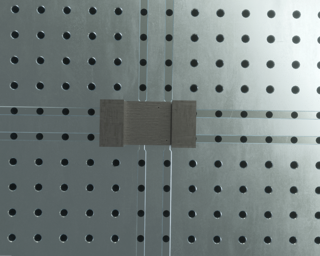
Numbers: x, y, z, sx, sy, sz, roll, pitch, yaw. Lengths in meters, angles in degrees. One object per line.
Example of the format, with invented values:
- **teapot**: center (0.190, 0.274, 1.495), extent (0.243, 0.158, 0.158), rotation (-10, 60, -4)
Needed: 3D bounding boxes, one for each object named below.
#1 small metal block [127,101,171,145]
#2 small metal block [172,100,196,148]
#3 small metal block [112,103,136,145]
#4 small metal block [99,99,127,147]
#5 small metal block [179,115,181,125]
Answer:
- **small metal block**: center (-0.013, -0.006, 0.364), extent (0.050, 0.025, 0.050), rotation (1, 90, -1)
- **small metal block**: center (0.025, -0.004, 0.350), extent (0.025, 0.050, 0.050), rotation (1, 90, 0)
- **small metal block**: center (-0.045, -0.005, 0.400), extent (0.025, 0.050, 0.050), rotation (1, 90, 0)
- **small metal block**: center (-0.051, -0.005, 0.349), extent (0.025, 0.050, 0.050), rotation (1, 90, 0)
- **small metal block**: center (0.020, -0.004, 0.401), extent (0.025, 0.050, 0.050), rotation (-1, 90, 0)
